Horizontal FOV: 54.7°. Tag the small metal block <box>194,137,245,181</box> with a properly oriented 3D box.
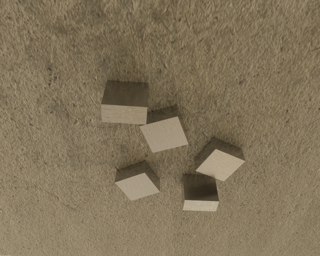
[{"bbox_3d":[0.085,0.046,0.447,0.050,0.025,0.050,23,127,-18],"label":"small metal block"}]

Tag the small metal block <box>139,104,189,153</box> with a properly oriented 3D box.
[{"bbox_3d":[0.006,0.002,0.409,0.050,0.025,0.050,-15,129,12],"label":"small metal block"}]

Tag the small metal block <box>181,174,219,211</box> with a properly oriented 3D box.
[{"bbox_3d":[0.060,0.099,0.475,0.050,0.050,0.025,3,130,-3],"label":"small metal block"}]

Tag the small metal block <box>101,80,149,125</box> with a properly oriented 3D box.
[{"bbox_3d":[-0.040,-0.031,0.364,0.050,0.050,0.025,4,130,-3],"label":"small metal block"}]

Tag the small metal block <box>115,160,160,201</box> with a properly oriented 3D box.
[{"bbox_3d":[-0.034,0.081,0.476,0.050,0.025,0.050,-21,127,16],"label":"small metal block"}]
